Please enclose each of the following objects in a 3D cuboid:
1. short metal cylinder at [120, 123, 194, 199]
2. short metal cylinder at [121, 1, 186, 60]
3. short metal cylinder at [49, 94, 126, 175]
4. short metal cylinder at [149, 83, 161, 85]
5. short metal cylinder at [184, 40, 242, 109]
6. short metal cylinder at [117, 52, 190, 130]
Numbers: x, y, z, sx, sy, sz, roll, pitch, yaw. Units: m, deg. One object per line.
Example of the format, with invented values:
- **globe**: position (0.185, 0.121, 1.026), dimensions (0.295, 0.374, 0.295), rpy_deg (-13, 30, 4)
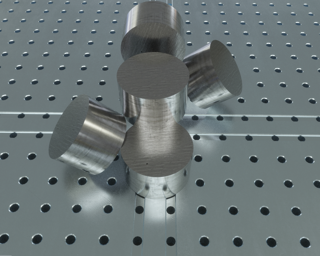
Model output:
- **short metal cylinder**: position (-0.003, 0.035, 0.361), dimensions (0.081, 0.050, 0.080), rpy_deg (0, 51, 0)
- **short metal cylinder**: position (-0.008, -0.114, 0.401), dimensions (0.081, 0.080, 0.050), rpy_deg (0, 50, 0)
- **short metal cylinder**: position (-0.084, 0.008, 0.357), dimensions (0.050, 0.080, 0.080), rpy_deg (31, 40, -33)
- **short metal cylinder**: position (-0.006, -0.069, 0.449), dimensions (0.081, 0.050, 0.080), rpy_deg (0, 51, 0)
- **short metal cylinder**: position (0.070, -0.072, 0.424), dimensions (0.050, 0.080, 0.080), rpy_deg (-22, 39, 36)
- **short metal cylinder**: position (-0.008, -0.044, 0.362), dimensions (0.081, 0.050, 0.080), rpy_deg (0, 50, 0)
